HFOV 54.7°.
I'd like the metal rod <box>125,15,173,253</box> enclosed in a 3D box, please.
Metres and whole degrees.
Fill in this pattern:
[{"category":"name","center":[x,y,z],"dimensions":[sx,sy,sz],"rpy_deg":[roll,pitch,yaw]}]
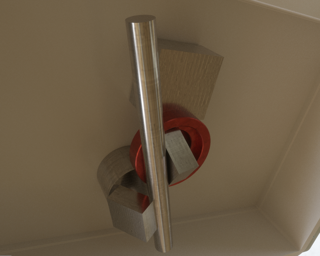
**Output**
[{"category":"metal rod","center":[-0.005,0.034,0.336],"dimensions":[0.025,0.025,0.298],"rpy_deg":[-18,126,-19]}]

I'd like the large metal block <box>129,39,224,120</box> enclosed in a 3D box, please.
[{"category":"large metal block","center":[0.017,-0.057,0.365],"dimensions":[0.081,0.050,0.079],"rpy_deg":[0,119,-29]}]

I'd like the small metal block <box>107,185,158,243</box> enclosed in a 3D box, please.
[{"category":"small metal block","center":[-0.032,0.102,0.370],"dimensions":[0.025,0.050,0.050],"rpy_deg":[-44,139,-44]}]

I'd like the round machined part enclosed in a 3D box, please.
[{"category":"round machined part","center":[0.009,0.021,0.377],"dimensions":[0.099,0.042,0.097],"rpy_deg":[-14,125,-21]}]

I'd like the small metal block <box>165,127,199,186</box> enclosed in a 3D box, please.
[{"category":"small metal block","center":[0.015,0.034,0.359],"dimensions":[0.025,0.050,0.050],"rpy_deg":[-19,161,-22]}]

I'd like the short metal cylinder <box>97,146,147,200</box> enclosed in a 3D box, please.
[{"category":"short metal cylinder","center":[-0.038,0.071,0.416],"dimensions":[0.081,0.050,0.079],"rpy_deg":[-14,125,-21]}]
